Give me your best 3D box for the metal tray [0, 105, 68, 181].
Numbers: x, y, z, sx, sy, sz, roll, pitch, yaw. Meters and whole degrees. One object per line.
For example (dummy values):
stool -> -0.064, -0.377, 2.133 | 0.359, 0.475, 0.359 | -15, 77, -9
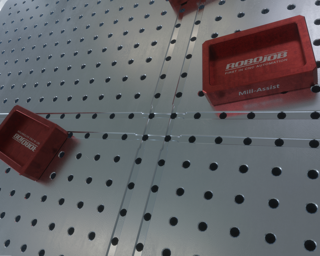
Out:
metal tray -> -0.221, 0.020, 0.510 | 0.130, 0.030, 0.090 | 21, 73, 36

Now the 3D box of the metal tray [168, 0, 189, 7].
metal tray -> 0.068, -0.274, 0.539 | 0.130, 0.030, 0.090 | -21, 54, 15

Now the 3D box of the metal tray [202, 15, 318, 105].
metal tray -> 0.121, -0.084, 0.393 | 0.130, 0.030, 0.090 | -10, 57, 23
